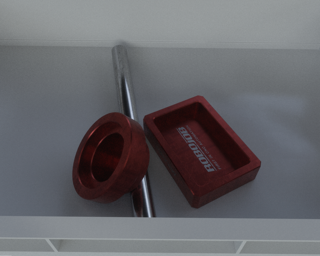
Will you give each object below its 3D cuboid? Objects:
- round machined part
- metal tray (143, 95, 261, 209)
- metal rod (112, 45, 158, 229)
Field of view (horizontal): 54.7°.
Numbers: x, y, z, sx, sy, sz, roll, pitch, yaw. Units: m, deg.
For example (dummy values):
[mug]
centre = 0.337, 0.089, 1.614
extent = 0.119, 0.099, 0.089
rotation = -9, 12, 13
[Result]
[round machined part]
centre = -0.050, 0.035, 0.342
extent = 0.098, 0.042, 0.098
rotation = -24, 52, 35
[metal tray]
centre = 0.047, 0.023, 0.383
extent = 0.091, 0.030, 0.130
rotation = -22, 54, -18
[metal rod]
centre = -0.041, -0.013, 0.415
extent = 0.025, 0.025, 0.300
rotation = -8, 50, -7
